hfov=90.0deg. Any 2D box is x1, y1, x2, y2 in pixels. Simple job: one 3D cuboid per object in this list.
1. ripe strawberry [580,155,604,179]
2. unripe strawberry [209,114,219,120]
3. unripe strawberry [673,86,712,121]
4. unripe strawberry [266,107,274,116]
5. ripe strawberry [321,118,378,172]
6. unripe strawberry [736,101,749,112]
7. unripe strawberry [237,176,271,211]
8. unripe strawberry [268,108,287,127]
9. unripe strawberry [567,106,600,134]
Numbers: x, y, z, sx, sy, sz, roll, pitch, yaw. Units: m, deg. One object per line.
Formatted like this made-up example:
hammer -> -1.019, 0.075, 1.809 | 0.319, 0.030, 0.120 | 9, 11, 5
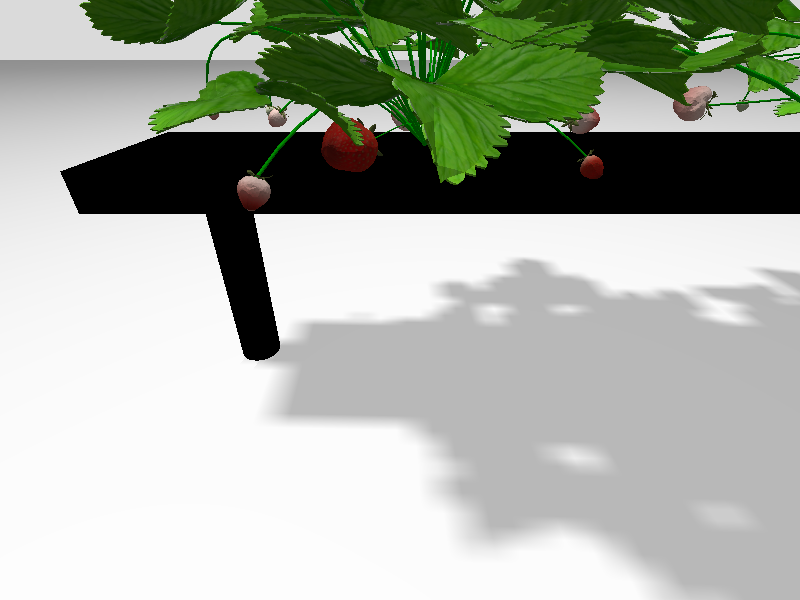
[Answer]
ripe strawberry -> 0.118, -0.081, 0.245 | 0.015, 0.015, 0.013 | -27, -5, -36
unripe strawberry -> -0.189, -0.189, 0.405 | 0.010, 0.012, 0.012 | 13, 35, 20
unripe strawberry -> 0.315, -0.213, 0.433 | 0.033, 0.034, 0.030 | 24, 39, 33
unripe strawberry -> -0.129, -0.189, 0.404 | 0.011, 0.011, 0.011 | 18, 37, 26
ripe strawberry -> -0.033, -0.096, 0.250 | 0.036, 0.031, 0.036 | 18, 37, 26
unripe strawberry -> 0.382, -0.216, 0.447 | 0.011, 0.011, 0.011 | -18, 37, -26
unripe strawberry -> -0.073, -0.053, 0.200 | 0.016, 0.017, 0.016 | 18, 3, 26
unripe strawberry -> -0.123, -0.181, 0.399 | 0.019, 0.017, 0.019 | -27, 10, 42
unripe strawberry -> 0.169, -0.165, 0.366 | 0.025, 0.024, 0.027 | -8, 33, -16
